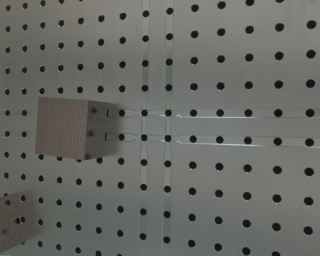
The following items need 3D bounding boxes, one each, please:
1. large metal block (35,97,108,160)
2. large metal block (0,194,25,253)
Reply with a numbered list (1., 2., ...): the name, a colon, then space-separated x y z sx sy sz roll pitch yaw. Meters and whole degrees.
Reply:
1. large metal block: -0.126 -0.001 0.442 0.080 0.050 0.079 5 92 19
2. large metal block: -0.274 0.158 0.494 0.080 0.050 0.080 -19 84 18
